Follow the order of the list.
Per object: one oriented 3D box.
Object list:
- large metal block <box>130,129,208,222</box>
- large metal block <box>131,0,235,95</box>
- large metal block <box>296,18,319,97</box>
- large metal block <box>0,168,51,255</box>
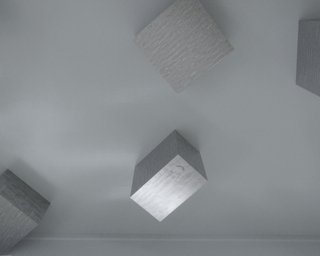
[{"bbox_3d":[0.010,0.059,0.404,0.050,0.080,0.080,43,105,-14],"label":"large metal block"},{"bbox_3d":[0.026,-0.100,0.361,0.080,0.050,0.080,-38,106,13],"label":"large metal block"},{"bbox_3d":[0.198,-0.083,0.353,0.050,0.080,0.079,-6,110,2],"label":"large metal block"},{"bbox_3d":[-0.221,0.119,0.440,0.080,0.050,0.080,-41,105,13],"label":"large metal block"}]
